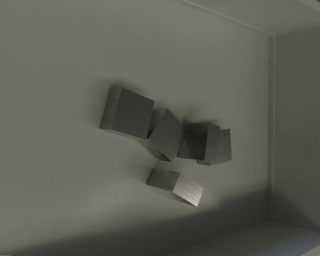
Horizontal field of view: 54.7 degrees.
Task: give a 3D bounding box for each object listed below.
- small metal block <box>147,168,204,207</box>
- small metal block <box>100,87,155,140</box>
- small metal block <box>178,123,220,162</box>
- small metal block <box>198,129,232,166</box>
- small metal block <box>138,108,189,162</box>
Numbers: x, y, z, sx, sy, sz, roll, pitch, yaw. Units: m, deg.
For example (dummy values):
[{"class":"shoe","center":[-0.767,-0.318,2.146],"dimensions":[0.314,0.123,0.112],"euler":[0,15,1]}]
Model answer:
[{"class":"small metal block","center":[0.020,0.077,0.406],"dimensions":[0.050,0.050,0.025],"euler":[38,68,-35]},{"class":"small metal block","center":[-0.038,-0.016,0.373],"dimensions":[0.050,0.025,0.050],"euler":[20,78,-39]},{"class":"small metal block","center":[0.055,0.020,0.436],"dimensions":[0.025,0.050,0.050],"euler":[13,82,-40]},{"class":"small metal block","center":[0.084,0.028,0.477],"dimensions":[0.050,0.025,0.050],"euler":[-7,95,-40]},{"class":"small metal block","center":[0.005,0.009,0.409],"dimensions":[0.050,0.025,0.050],"euler":[46,62,-30]}]
